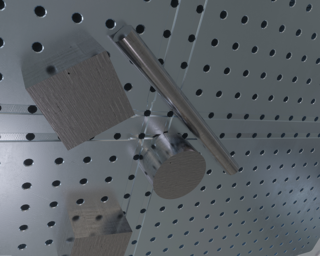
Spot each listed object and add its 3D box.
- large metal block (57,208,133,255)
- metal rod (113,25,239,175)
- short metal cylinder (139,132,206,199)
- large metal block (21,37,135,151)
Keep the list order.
[{"bbox_3d":[-0.095,0.165,0.445,0.081,0.050,0.079,5,116,-31],"label":"large metal block"},{"bbox_3d":[0.040,-0.016,0.422,0.025,0.025,0.300,-43,130,1],"label":"metal rod"},{"bbox_3d":[0.017,0.053,0.437,0.081,0.050,0.079,-14,124,-21],"label":"short metal cylinder"},{"bbox_3d":[-0.084,-0.036,0.326,0.080,0.050,0.080,-29,128,-10],"label":"large metal block"}]
